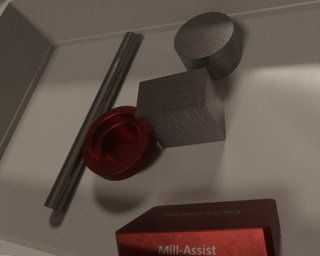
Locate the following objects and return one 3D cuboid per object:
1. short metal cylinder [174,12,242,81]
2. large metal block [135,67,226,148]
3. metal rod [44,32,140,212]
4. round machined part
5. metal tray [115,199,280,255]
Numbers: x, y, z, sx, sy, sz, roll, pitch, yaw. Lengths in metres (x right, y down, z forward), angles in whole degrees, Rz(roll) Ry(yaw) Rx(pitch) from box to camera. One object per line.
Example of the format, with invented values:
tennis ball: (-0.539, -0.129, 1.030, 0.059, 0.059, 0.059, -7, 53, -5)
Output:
short metal cylinder: (0.066, -0.110, 0.422, 0.080, 0.050, 0.080, -13, 56, 20)
large metal block: (0.027, -0.019, 0.367, 0.080, 0.080, 0.050, -9, 58, 23)
metal rod: (-0.095, -0.023, 0.467, 0.025, 0.025, 0.300, 7, 65, 31)
round machined part: (-0.048, 0.023, 0.404, 0.098, 0.042, 0.098, -13, 56, 20)
metal tray: (0.038, 0.094, 0.283, 0.130, 0.090, 0.030, -10, 88, 22)
